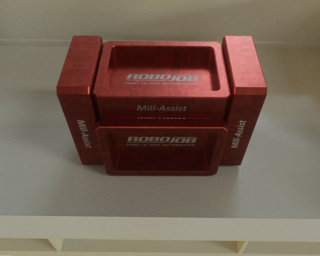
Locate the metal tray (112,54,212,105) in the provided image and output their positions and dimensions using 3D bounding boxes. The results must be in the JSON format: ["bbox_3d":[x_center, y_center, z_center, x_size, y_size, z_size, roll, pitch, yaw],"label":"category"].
[{"bbox_3d":[0.003,-0.052,0.402,0.131,0.090,0.030,0,51,0],"label":"metal tray"}]

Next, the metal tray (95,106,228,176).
[{"bbox_3d":[0.002,0.017,0.344,0.131,0.089,0.030,0,50,0],"label":"metal tray"}]

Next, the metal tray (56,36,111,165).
[{"bbox_3d":[-0.079,-0.028,0.357,0.030,0.129,0.090,0,51,0],"label":"metal tray"}]

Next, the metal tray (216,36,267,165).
[{"bbox_3d":[0.084,-0.027,0.357,0.030,0.129,0.090,1,51,1],"label":"metal tray"}]

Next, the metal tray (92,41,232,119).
[{"bbox_3d":[0.002,-0.053,0.327,0.131,0.030,0.090,1,50,0],"label":"metal tray"}]
